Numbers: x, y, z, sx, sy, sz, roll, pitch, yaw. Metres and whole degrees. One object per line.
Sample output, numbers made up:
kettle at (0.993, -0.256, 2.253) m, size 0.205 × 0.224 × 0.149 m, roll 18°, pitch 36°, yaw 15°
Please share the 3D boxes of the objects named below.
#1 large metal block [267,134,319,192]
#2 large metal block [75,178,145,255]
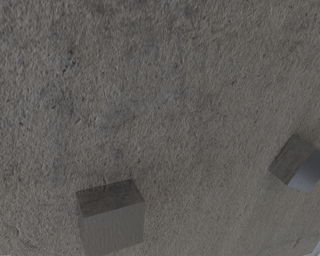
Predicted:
large metal block at (0.262, 0.067, 0.575) m, size 0.080 × 0.050 × 0.080 m, roll 20°, pitch 108°, yaw -36°
large metal block at (-0.069, 0.125, 0.431) m, size 0.081 × 0.050 × 0.079 m, roll -10°, pitch 123°, yaw -23°
